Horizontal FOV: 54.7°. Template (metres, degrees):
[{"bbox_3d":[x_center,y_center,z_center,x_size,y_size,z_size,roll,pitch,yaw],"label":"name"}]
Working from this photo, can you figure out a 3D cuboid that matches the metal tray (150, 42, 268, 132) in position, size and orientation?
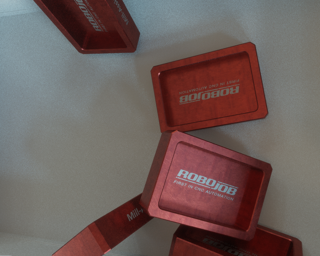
[{"bbox_3d":[0.060,-0.045,0.386,0.130,0.030,0.089,-11,87,19],"label":"metal tray"}]

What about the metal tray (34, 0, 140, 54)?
[{"bbox_3d":[-0.090,-0.143,0.384,0.090,0.130,0.030,3,69,20],"label":"metal tray"}]

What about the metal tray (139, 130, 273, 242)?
[{"bbox_3d":[0.053,0.064,0.341,0.131,0.030,0.090,20,83,-18],"label":"metal tray"}]

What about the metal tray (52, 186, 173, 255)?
[{"bbox_3d":[-0.047,0.113,0.359,0.090,0.131,0.030,-43,76,34],"label":"metal tray"}]

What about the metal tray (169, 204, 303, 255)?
[{"bbox_3d":[0.086,0.134,0.343,0.130,0.090,0.030,16,105,19],"label":"metal tray"}]
